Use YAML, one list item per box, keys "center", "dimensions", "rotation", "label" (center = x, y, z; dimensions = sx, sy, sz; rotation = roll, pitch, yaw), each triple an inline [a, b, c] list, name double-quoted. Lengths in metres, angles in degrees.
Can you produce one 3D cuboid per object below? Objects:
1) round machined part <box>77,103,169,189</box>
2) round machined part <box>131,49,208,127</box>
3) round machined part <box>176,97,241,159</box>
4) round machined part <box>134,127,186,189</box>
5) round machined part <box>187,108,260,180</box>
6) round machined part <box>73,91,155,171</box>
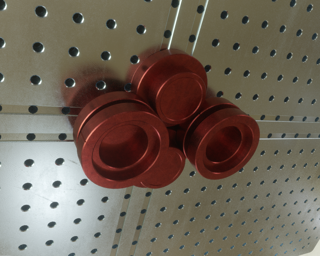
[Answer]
- center: [-0.043, 0.016, 0.344]
  dimensions: [0.099, 0.042, 0.097]
  rotation: [-14, 124, -21]
  label: "round machined part"
- center: [0.017, -0.043, 0.382]
  dimensions: [0.099, 0.042, 0.097]
  rotation: [-14, 124, -21]
  label: "round machined part"
- center: [0.066, 0.001, 0.435]
  dimensions: [0.099, 0.042, 0.097]
  rotation: [-14, 124, -21]
  label: "round machined part"
- center: [-0.005, 0.043, 0.423]
  dimensions: [0.099, 0.042, 0.097]
  rotation: [-14, 124, -21]
  label: "round machined part"
- center: [0.079, 0.017, 0.411]
  dimensions: [0.099, 0.042, 0.097]
  rotation: [-14, 124, -21]
  label: "round machined part"
- center: [-0.054, 0.001, 0.370]
  dimensions: [0.099, 0.042, 0.097]
  rotation: [-14, 124, -21]
  label: "round machined part"
